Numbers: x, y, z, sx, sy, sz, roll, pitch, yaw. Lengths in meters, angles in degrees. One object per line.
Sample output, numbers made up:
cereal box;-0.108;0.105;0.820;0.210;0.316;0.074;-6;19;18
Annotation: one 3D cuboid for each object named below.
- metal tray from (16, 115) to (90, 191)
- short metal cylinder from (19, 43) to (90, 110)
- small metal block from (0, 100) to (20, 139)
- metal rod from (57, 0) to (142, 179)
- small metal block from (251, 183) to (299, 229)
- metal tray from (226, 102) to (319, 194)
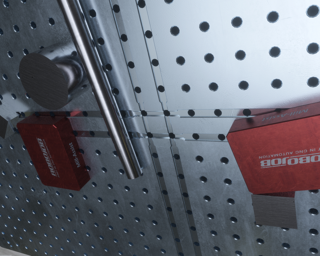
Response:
metal tray;-0.181;0.043;0.530;0.090;0.030;0.129;2;120;27
short metal cylinder;-0.143;-0.071;0.427;0.080;0.050;0.079;13;124;21
small metal block;-0.283;-0.016;0.551;0.050;0.025;0.050;37;129;3
metal rod;-0.081;-0.059;0.417;0.025;0.025;0.298;-4;117;30
small metal block;0.147;0.098;0.394;0.050;0.025;0.050;-2;118;29
metal tray;0.151;0.025;0.343;0.130;0.030;0.090;-14;112;33
